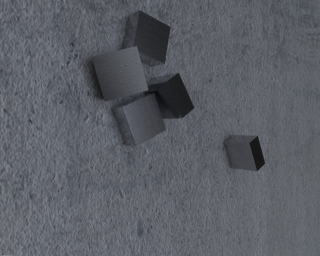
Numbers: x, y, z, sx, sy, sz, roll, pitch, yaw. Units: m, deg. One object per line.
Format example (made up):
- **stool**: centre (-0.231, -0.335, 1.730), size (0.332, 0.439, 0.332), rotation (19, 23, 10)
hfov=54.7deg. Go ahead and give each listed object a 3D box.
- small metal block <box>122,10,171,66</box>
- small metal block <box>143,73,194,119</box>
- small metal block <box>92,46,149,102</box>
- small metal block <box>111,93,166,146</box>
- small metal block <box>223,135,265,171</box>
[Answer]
- **small metal block**: centre (-0.017, -0.111, 0.390), size (0.050, 0.025, 0.050), rotation (15, 81, -39)
- **small metal block**: centre (0.009, -0.040, 0.395), size (0.025, 0.050, 0.050), rotation (-40, 115, -33)
- **small metal block**: centre (-0.045, -0.061, 0.352), size (0.050, 0.025, 0.050), rotation (-16, 102, -6)
- **small metal block**: centre (-0.025, -0.011, 0.383), size (0.050, 0.025, 0.050), rotation (-29, 108, -36)
- **small metal block**: centre (0.136, 0.040, 0.502), size (0.025, 0.050, 0.050), rotation (-31, 110, -36)
